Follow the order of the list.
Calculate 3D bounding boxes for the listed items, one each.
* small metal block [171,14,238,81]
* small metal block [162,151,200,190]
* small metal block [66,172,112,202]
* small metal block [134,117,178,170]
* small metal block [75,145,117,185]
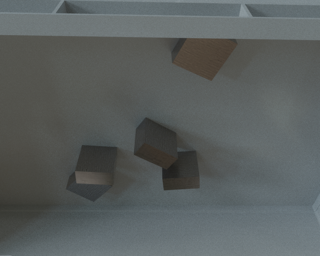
[{"bbox_3d":[0.047,-0.086,0.336,0.050,0.025,0.050,21,127,-17],"label":"small metal block"},{"bbox_3d":[0.029,0.060,0.445,0.050,0.050,0.025,-4,130,3],"label":"small metal block"},{"bbox_3d":[-0.108,0.083,0.478,0.050,0.025,0.050,33,122,-26],"label":"small metal block"},{"bbox_3d":[-0.005,0.020,0.410,0.050,0.050,0.025,27,125,-22],"label":"small metal block"},{"bbox_3d":[-0.088,0.052,0.435,0.050,0.050,0.025,4,130,-4],"label":"small metal block"}]
